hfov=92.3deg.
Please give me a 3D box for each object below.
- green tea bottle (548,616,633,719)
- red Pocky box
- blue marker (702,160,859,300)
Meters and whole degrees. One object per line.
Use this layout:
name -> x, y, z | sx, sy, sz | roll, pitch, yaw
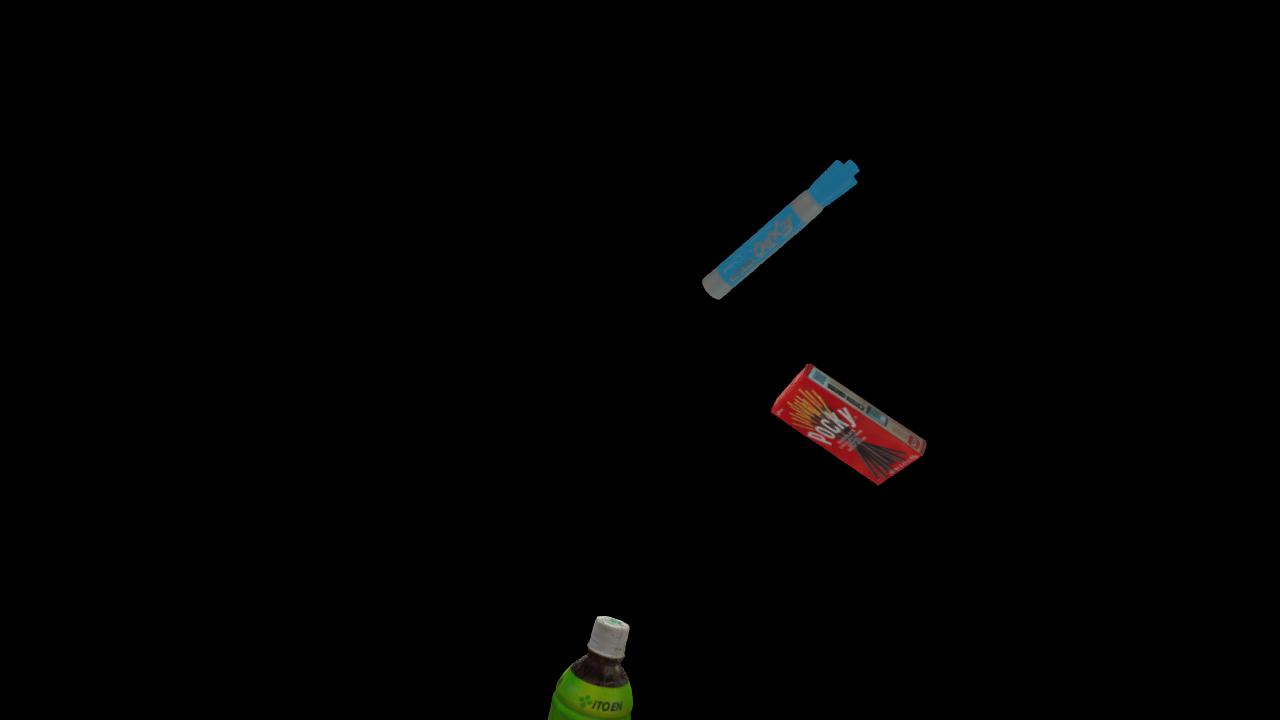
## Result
green tea bottle -> -0.050, 0.323, 0.508 | 0.073, 0.212, 0.073 | 13, -8, 2
red Pocky box -> 0.234, 0.076, 0.703 | 0.155, 0.028, 0.083 | 35, -38, 7
blue marker -> 0.087, -0.082, 0.392 | 0.020, 0.020, 0.121 | 0, -32, -48
